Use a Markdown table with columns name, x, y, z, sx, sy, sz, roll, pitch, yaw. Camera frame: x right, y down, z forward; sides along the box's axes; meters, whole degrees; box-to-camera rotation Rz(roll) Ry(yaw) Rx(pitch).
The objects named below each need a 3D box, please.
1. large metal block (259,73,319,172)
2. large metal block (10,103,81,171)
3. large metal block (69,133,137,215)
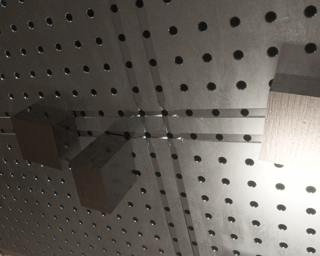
| name | x | y | z | sx | sy | sz | roll | pitch | yaw |
| --- | --- | --- | --- | --- | --- | --- | --- | --- | --- |
| large metal block | 0.150 | -0.005 | 0.313 | 0.080 | 0.050 | 0.079 | 11 | 123 | 22 |
| large metal block | -0.179 | 0.013 | 0.495 | 0.080 | 0.050 | 0.079 | 12 | 123 | 21 |
| large metal block | -0.079 | 0.064 | 0.455 | 0.050 | 0.080 | 0.079 | 9 | 122 | 23 |
